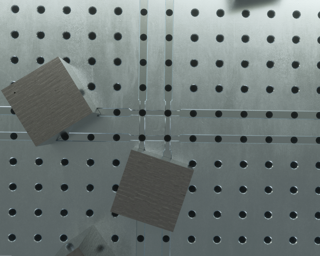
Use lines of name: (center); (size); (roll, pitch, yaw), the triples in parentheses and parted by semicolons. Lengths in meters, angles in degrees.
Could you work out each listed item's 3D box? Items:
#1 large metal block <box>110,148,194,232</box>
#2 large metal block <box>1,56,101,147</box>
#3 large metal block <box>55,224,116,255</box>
large metal block: (-0.010, 0.076, 0.401); (0.080, 0.050, 0.080); (19, 90, -1)
large metal block: (-0.137, -0.032, 0.399); (0.080, 0.050, 0.080); (-31, 90, 0)
large metal block: (-0.089, 0.179, 0.385); (0.050, 0.080, 0.080); (-35, 90, 0)
